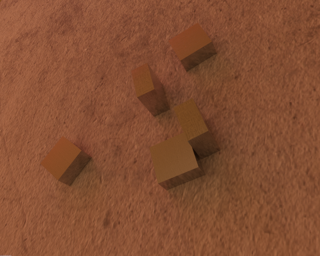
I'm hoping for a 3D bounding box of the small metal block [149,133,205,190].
[{"bbox_3d":[0.020,0.039,0.368,0.050,0.025,0.050,-24,53,13],"label":"small metal block"}]

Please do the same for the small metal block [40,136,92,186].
[{"bbox_3d":[-0.134,0.047,0.444,0.050,0.025,0.050,29,77,37],"label":"small metal block"}]

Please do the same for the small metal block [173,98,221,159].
[{"bbox_3d":[0.044,0.001,0.363,0.025,0.050,0.050,-28,52,10],"label":"small metal block"}]

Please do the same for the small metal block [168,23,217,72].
[{"bbox_3d":[0.047,-0.118,0.451,0.050,0.025,0.050,-30,52,8],"label":"small metal block"}]

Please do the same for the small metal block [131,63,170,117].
[{"bbox_3d":[-0.013,-0.052,0.425,0.025,0.050,0.050,-24,53,13],"label":"small metal block"}]
